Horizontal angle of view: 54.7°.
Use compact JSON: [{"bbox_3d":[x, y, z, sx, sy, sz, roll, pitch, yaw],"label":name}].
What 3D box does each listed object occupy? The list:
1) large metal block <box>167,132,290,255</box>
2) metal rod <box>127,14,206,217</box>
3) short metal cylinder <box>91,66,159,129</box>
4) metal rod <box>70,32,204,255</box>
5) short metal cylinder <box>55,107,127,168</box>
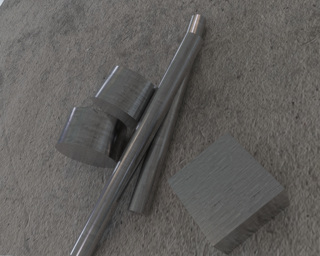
[{"bbox_3d":[0.068,0.065,0.312,0.080,0.050,0.080,-40,51,1],"label":"large metal block"},{"bbox_3d":[0.016,-0.033,0.415,0.025,0.025,0.300,4,63,30],"label":"metal rod"},{"bbox_3d":[-0.043,-0.038,0.415,0.080,0.080,0.050,21,73,36],"label":"short metal cylinder"},{"bbox_3d":[-0.025,0.018,0.377,0.025,0.025,0.299,23,83,36],"label":"metal rod"},{"bbox_3d":[-0.089,0.014,0.406,0.080,0.080,0.050,1,62,29],"label":"short metal cylinder"}]
